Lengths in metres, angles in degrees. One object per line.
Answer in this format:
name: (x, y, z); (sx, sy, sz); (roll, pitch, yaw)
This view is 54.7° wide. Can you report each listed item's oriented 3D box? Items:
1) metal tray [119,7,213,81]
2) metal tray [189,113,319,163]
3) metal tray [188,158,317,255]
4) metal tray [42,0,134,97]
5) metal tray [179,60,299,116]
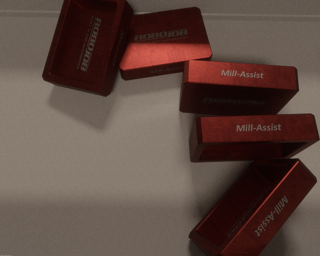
metal tray: (0.002, -0.124, 0.452); (0.131, 0.030, 0.090); (-9, 70, -4)
metal tray: (0.104, 0.015, 0.371); (0.131, 0.090, 0.030); (-2, 70, -1)
metal tray: (0.097, 0.090, 0.341); (0.130, 0.090, 0.030); (-44, 94, -15)
metal tray: (-0.097, -0.115, 0.419); (0.090, 0.030, 0.129); (14, 87, 16)
metal tray: (0.093, -0.046, 0.393); (0.131, 0.090, 0.030); (4, 70, 1)
